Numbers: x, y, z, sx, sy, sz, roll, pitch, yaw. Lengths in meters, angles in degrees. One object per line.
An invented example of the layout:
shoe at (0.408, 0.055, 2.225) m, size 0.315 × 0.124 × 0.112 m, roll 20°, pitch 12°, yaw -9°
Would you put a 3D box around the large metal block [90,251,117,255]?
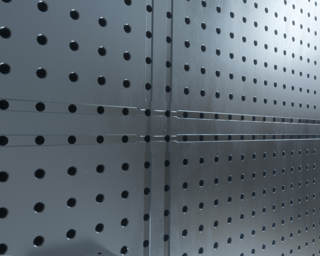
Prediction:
large metal block at (-0.077, 0.186, 0.328) m, size 0.081 × 0.050 × 0.080 m, roll 5°, pitch 87°, yaw -40°
